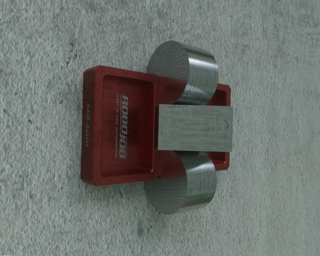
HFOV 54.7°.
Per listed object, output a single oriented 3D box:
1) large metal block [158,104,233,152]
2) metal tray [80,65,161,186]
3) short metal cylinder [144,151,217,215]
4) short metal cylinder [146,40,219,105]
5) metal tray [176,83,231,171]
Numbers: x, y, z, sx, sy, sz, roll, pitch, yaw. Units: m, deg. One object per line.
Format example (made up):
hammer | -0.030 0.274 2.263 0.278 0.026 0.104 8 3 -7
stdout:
large metal block | 0.039 0.000 0.376 0.081 0.080 0.050 2 90 0
metal tray | -0.044 -0.002 0.366 0.091 0.030 0.129 2 89 -40
short metal cylinder | 0.024 0.065 0.391 0.050 0.080 0.080 3 89 -40
short metal cylinder | 0.027 -0.065 0.392 0.050 0.080 0.080 3 89 -40
metal tray | 0.064 -0.002 0.457 0.091 0.030 0.129 2 89 -40
